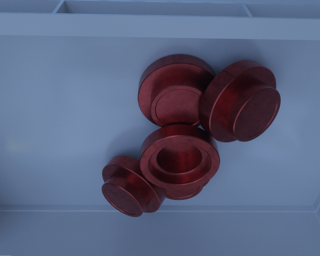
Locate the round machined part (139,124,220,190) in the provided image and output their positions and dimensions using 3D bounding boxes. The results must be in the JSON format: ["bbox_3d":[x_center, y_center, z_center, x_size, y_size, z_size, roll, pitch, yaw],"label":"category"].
[{"bbox_3d":[0.024,0.032,0.395,0.099,0.042,0.097,-1,130,0],"label":"round machined part"}]

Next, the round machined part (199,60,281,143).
[{"bbox_3d":[0.096,-0.023,0.349,0.099,0.042,0.097,-20,132,-24],"label":"round machined part"}]

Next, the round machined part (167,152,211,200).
[{"bbox_3d":[0.028,0.069,0.455,0.099,0.042,0.097,-1,130,0],"label":"round machined part"}]

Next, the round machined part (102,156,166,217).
[{"bbox_3d":[-0.044,0.089,0.444,0.098,0.042,0.097,21,138,21],"label":"round machined part"}]

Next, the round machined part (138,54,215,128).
[{"bbox_3d":[0.023,-0.034,0.367,0.099,0.042,0.097,-1,130,0],"label":"round machined part"}]
